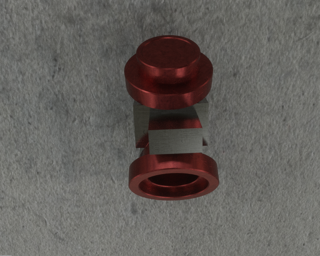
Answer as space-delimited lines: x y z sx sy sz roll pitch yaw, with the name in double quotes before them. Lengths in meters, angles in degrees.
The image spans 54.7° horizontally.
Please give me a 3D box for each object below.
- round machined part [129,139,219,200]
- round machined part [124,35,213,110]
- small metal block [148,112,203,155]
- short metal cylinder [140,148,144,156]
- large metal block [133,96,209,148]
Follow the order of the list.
"round machined part" 0.015 0.046 0.349 0.099 0.042 0.098 -1 149 -1
"round machined part" 0.009 -0.068 0.343 0.099 0.098 0.042 -2 135 0
"small metal block" 0.015 0.004 0.313 0.050 0.050 0.025 -2 110 1
"short metal cylinder" 0.012 0.039 0.413 0.081 0.050 0.079 0 110 -1
"large metal block" 0.012 -0.016 0.375 0.081 0.080 0.050 -2 110 0
